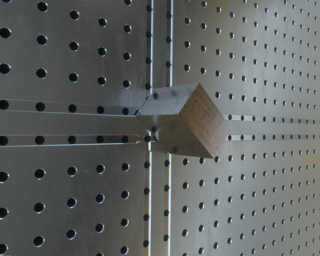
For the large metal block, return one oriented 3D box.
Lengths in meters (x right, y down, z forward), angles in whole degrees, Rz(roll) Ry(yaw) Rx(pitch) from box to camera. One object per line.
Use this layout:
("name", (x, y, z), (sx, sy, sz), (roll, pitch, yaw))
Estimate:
("large metal block", (0.030, -0.008, 0.397), (0.080, 0.080, 0.050), (49, 61, -29))
